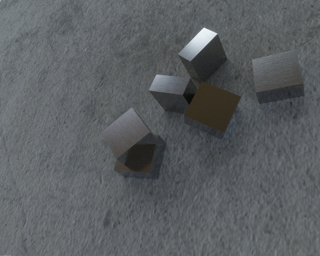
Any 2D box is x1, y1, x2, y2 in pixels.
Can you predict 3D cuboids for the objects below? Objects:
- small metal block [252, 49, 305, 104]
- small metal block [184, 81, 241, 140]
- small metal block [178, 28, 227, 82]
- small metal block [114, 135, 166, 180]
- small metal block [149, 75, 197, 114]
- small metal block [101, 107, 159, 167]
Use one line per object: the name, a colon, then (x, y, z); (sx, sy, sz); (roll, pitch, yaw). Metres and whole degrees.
small metal block: (0.139, -0.060, 0.367); (0.050, 0.025, 0.050); (-10, 57, 22)
small metal block: (0.063, -0.021, 0.372); (0.050, 0.025, 0.050); (24, 73, 13)
small metal block: (0.058, -0.096, 0.415); (0.050, 0.050, 0.025); (-46, 51, -4)
small metal block: (-0.024, 0.036, 0.393); (0.050, 0.025, 0.050); (0, 62, 27)
small metal block: (0.022, -0.042, 0.401); (0.050, 0.050, 0.025); (12, 68, 33)
small metal block: (-0.038, 0.011, 0.384); (0.050, 0.025, 0.050); (-39, 51, 1)
